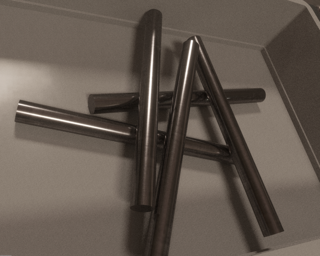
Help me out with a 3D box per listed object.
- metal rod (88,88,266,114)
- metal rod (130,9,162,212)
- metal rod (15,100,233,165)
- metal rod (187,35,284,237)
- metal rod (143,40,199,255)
[{"bbox_3d":[0.045,-0.043,0.457,0.303,0.025,0.025,-6,65,-31],"label":"metal rod"},{"bbox_3d":[-0.013,-0.045,0.393,0.025,0.025,0.299,15,55,-20],"label":"metal rod"},{"bbox_3d":[-0.017,0.012,0.390,0.302,0.025,0.025,13,57,-22],"label":"metal rod"},{"bbox_3d":[0.094,-0.005,0.427,0.025,0.025,0.299,-4,64,-30],"label":"metal rod"},{"bbox_3d":[0.019,0.010,0.378,0.025,0.025,0.300,21,60,-17],"label":"metal rod"}]
